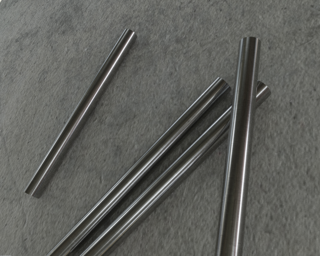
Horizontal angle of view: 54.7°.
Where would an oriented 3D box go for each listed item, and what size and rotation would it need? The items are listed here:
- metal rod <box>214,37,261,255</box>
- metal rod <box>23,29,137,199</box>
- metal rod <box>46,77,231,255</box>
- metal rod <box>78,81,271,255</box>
[{"bbox_3d":[0.079,0.038,0.317,0.025,0.025,0.299,0,68,28],"label":"metal rod"},{"bbox_3d":[-0.116,-0.032,0.482,0.025,0.025,0.300,16,70,34],"label":"metal rod"},{"bbox_3d":[-0.023,0.052,0.382,0.300,0.025,0.025,-46,51,-5],"label":"metal rod"},{"bbox_3d":[0.015,0.057,0.359,0.300,0.025,0.025,-44,51,-3],"label":"metal rod"}]
